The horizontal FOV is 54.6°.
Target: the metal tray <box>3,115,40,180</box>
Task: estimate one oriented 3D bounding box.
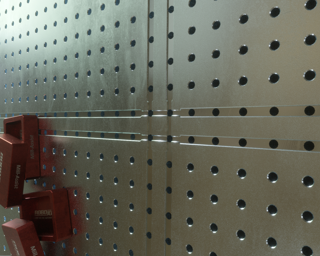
[{"bbox_3d":[-0.290,0.041,0.648,0.090,0.030,0.129,-6,86,40],"label":"metal tray"}]

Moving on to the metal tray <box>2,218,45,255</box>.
[{"bbox_3d":[-0.253,0.241,0.591,0.090,0.030,0.129,-12,96,46],"label":"metal tray"}]

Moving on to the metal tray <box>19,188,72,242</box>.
[{"bbox_3d":[-0.222,0.166,0.591,0.130,0.030,0.090,-15,81,39],"label":"metal tray"}]

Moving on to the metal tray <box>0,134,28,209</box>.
[{"bbox_3d":[-0.307,0.084,0.622,0.090,0.030,0.129,16,100,39],"label":"metal tray"}]
